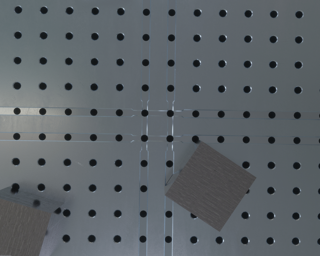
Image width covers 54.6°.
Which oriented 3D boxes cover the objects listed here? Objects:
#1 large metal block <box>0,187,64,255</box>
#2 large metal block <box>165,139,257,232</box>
[{"bbox_3d":[-0.181,0.130,0.400,0.080,0.050,0.080,16,90,0],"label":"large metal block"},{"bbox_3d":[0.062,0.071,0.401,0.080,0.050,0.080,34,90,0],"label":"large metal block"}]
